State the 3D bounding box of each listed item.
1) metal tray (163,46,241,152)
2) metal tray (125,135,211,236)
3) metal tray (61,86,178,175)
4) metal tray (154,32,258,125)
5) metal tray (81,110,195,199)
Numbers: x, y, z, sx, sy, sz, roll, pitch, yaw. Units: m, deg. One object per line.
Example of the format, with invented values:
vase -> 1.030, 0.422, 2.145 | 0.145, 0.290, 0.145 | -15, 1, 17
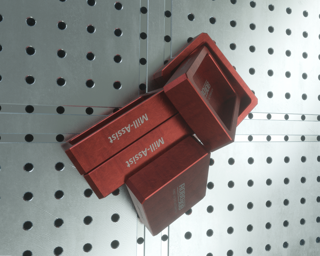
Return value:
metal tray -> 0.057, -0.041, 0.375 | 0.090, 0.030, 0.130 | 52, 30, -13
metal tray -> 0.014, 0.074, 0.370 | 0.090, 0.129, 0.030 | -34, 60, -17
metal tray -> -0.048, 0.000, 0.361 | 0.131, 0.090, 0.030 | -34, 102, -17
metal tray -> 0.067, -0.054, 0.435 | 0.090, 0.030, 0.130 | -46, 105, -15
metal tray -> -0.031, 0.025, 0.366 | 0.131, 0.090, 0.030 | -34, 102, -17
